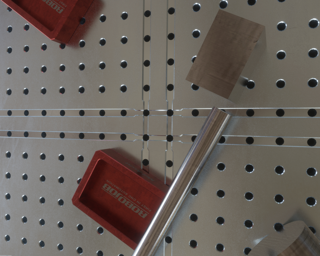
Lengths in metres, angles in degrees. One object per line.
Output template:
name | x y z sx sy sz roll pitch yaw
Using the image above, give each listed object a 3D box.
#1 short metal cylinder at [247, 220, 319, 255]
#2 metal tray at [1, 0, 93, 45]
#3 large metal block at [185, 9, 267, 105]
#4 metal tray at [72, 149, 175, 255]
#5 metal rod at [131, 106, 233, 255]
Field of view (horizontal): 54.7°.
short metal cylinder | 0.139 0.145 0.334 0.080 0.080 0.050 -41 77 15
metal tray | -0.173 -0.200 0.470 0.130 0.030 0.090 39 102 15
large metal block | 0.079 -0.076 0.355 0.050 0.080 0.080 28 99 18
metal tray | -0.048 0.098 0.426 0.130 0.030 0.090 31 100 17
metal rod | 0.004 0.111 0.378 0.025 0.025 0.299 30 100 17
